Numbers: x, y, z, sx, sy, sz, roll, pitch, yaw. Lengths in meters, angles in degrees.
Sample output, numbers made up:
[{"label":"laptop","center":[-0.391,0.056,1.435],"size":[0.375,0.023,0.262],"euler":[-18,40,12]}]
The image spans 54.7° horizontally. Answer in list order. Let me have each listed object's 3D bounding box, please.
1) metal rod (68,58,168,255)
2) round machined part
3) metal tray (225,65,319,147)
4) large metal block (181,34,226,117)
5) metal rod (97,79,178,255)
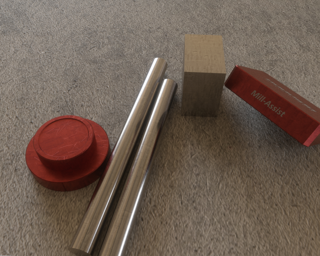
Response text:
[{"label":"metal rod","center":[-0.039,0.011,0.393],"size":[0.025,0.025,0.300],"euler":[12,51,9]},{"label":"round machined part","center":[-0.111,0.023,0.372],"size":[0.099,0.042,0.098],"euler":[0,50,0]},{"label":"metal tray","center":[0.157,-0.031,0.399],"size":[0.091,0.030,0.130],"euler":[-3,40,-49]},{"label":"large metal block","center":[0.057,-0.072,0.429],"size":[0.050,0.080,0.080],"euler":[3,50,2]},{"label":"metal rod","center":[-0.022,0.049,0.361],"size":[0.025,0.025,0.300],"euler":[11,51,9]}]
